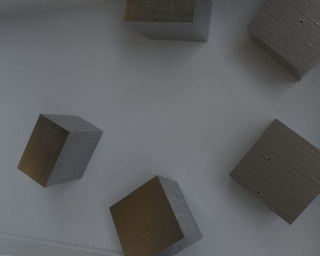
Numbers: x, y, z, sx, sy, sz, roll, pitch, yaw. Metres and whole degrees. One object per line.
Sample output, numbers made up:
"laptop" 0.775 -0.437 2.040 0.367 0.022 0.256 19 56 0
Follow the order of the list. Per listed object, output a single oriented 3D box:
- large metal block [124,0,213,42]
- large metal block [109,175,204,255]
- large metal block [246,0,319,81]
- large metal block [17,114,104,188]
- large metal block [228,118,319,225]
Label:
"large metal block" 0.014 -0.141 0.376 0.080 0.080 0.050 8 93 20
"large metal block" -0.006 0.118 0.385 0.080 0.050 0.080 -36 56 16
"large metal block" 0.156 -0.111 0.342 0.080 0.050 0.080 46 104 14
"large metal block" -0.135 0.028 0.429 0.050 0.080 0.080 29 100 17
"large metal block" 0.138 0.045 0.348 0.080 0.050 0.080 40 102 15
